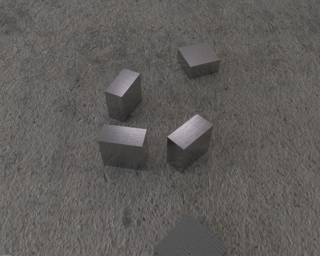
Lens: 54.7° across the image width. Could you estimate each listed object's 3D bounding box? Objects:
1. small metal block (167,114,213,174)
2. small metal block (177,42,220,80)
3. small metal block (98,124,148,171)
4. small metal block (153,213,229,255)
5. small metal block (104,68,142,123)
[{"bbox_3d":[0.035,0.019,0.371,0.050,0.050,0.025,-37,59,-27],"label":"small metal block"},{"bbox_3d":[0.061,-0.108,0.494,0.050,0.025,0.050,-16,52,-13],"label":"small metal block"},{"bbox_3d":[-0.042,0.024,0.367,0.050,0.050,0.025,7,51,6],"label":"small metal block"},{"bbox_3d":[0.029,0.121,0.301,0.050,0.025,0.050,36,59,26],"label":"small metal block"},{"bbox_3d":[-0.049,-0.044,0.424,0.025,0.050,0.050,20,53,16],"label":"small metal block"}]
